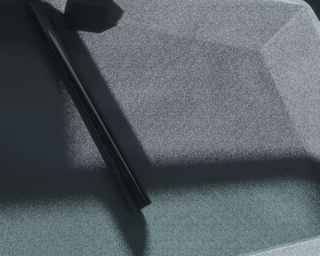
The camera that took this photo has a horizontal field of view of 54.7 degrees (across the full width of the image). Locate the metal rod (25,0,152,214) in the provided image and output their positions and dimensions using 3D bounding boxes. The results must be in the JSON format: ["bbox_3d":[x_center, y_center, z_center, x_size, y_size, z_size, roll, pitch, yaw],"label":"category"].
[{"bbox_3d":[-0.094,-0.036,0.378,0.025,0.025,0.299,-20,73,-36],"label":"metal rod"}]

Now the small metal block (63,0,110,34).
[{"bbox_3d":[-0.104,-0.163,0.434,0.050,0.050,0.025,-1,63,-29],"label":"small metal block"}]
